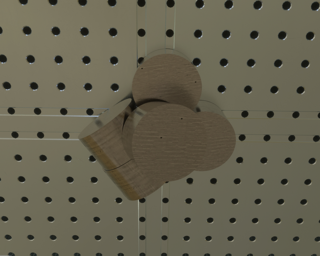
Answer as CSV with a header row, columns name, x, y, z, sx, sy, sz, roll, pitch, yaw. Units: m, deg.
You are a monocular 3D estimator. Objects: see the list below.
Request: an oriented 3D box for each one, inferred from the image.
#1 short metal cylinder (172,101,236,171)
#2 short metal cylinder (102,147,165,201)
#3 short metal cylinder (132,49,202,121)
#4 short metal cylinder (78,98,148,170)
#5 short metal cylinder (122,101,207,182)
name,x,y,z,sx,sy,sz,roll,pitch,yaw
short metal cylinder,0.053,0.009,0.403,0.081,0.050,0.079,0,110,-1
short metal cylinder,-0.027,0.047,0.401,0.080,0.080,0.050,-32,107,11
short metal cylinder,0.008,-0.054,0.379,0.081,0.050,0.079,0,110,-1
short metal cylinder,-0.053,0.007,0.386,0.080,0.080,0.050,-32,107,11
short metal cylinder,0.003,0.012,0.336,0.081,0.050,0.079,-3,98,-18
